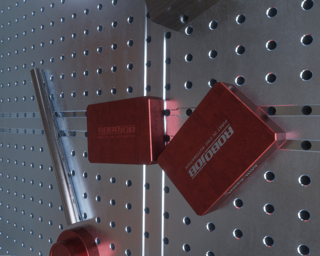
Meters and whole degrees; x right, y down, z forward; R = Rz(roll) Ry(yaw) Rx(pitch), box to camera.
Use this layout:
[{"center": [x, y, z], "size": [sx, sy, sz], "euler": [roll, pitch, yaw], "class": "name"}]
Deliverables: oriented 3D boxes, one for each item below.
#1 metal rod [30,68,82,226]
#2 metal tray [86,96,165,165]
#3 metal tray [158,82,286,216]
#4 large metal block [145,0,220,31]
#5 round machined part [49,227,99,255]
[{"center": [-0.193, 0.026, 0.564], "size": [0.025, 0.025, 0.299], "euler": [-31, 71, 35], "class": "metal rod"}, {"center": [-0.053, 0.006, 0.447], "size": [0.130, 0.030, 0.089], "euler": [-4, 88, 39], "class": "metal tray"}, {"center": [0.063, 0.025, 0.353], "size": [0.090, 0.030, 0.129], "euler": [51, 119, 27], "class": "metal tray"}, {"center": [0.024, -0.178, 0.372], "size": [0.080, 0.050, 0.080], "euler": [-27, 73, 36], "class": "large metal block"}, {"center": [-0.148, 0.220, 0.518], "size": [0.098, 0.042, 0.097], "euler": [0, 90, 39], "class": "round machined part"}]
